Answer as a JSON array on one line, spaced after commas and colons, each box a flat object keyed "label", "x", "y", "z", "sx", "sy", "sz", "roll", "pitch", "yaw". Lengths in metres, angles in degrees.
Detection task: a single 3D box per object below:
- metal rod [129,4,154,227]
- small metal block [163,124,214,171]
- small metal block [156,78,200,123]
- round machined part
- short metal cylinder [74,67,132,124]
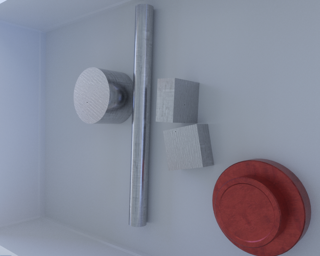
[{"label": "metal rod", "x": -0.026, "y": -0.016, "z": 0.426, "sx": 0.025, "sy": 0.025, "sz": 0.298, "roll": 3, "pitch": 92, "yaw": 39}, {"label": "small metal block", "x": 0.034, "y": 0.024, "z": 0.377, "sx": 0.050, "sy": 0.025, "sz": 0.050, "roll": -12, "pitch": 82, "yaw": 39}, {"label": "small metal block", "x": 0.022, "y": -0.032, "z": 0.371, "sx": 0.025, "sy": 0.050, "sz": 0.050, "roll": 4, "pitch": 93, "yaw": 39}, {"label": "round machined part", "x": 0.096, "y": 0.082, "z": 0.316, "sx": 0.098, "sy": 0.042, "sz": 0.097, "roll": 0, "pitch": 90, "yaw": 39}, {"label": "short metal cylinder", "x": -0.082, "y": -0.046, "z": 0.456, "sx": 0.080, "sy": 0.050, "sz": 0.079, "roll": 0, "pitch": 90, "yaw": 39}]
